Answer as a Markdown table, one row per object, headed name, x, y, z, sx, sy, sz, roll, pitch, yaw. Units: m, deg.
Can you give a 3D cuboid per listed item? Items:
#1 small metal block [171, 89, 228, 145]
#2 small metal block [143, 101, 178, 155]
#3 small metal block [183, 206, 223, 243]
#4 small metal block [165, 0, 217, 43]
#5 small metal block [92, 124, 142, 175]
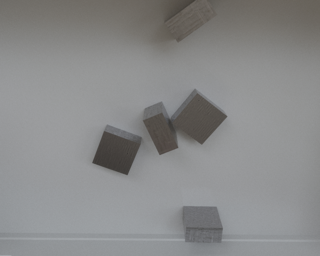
| name | x | y | z | sx | sy | sz | roll | pitch | yaw |
| --- | --- | --- | --- | --- | --- | --- | --- | --- | --- |
| small metal block | 0.051 | -0.015 | 0.406 | 0.050 | 0.025 | 0.050 | 36 | 106 | -13 |
| small metal block | 0.001 | -0.001 | 0.397 | 0.025 | 0.050 | 0.050 | -22 | 109 | 8 |
| small metal block | 0.060 | 0.139 | 0.450 | 0.050 | 0.050 | 0.025 | 1 | 110 | -1 |
| small metal block | 0.033 | -0.124 | 0.352 | 0.050 | 0.050 | 0.025 | -33 | 107 | 11 |
| small metal block | -0.058 | 0.030 | 0.422 | 0.050 | 0.025 | 0.050 | 21 | 109 | -8 |
